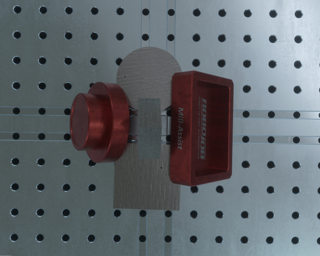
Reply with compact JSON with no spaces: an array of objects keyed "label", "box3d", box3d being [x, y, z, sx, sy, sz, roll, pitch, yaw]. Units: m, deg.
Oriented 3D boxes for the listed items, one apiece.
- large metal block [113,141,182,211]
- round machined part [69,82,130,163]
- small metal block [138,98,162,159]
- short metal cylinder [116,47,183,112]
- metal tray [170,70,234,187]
[{"label":"large metal block","box3d":[-0.015,0.059,0.400,0.081,0.050,0.080,2,90,0]},{"label":"round machined part","box3d":[-0.078,-0.007,0.372,0.042,0.098,0.097,1,90,-33]},{"label":"small metal block","box3d":[-0.013,0.001,0.358,0.025,0.050,0.050,0,132,-3]},{"label":"short metal cylinder","box3d":[-0.012,-0.059,0.400,0.081,0.050,0.080,0,90,0]},{"label":"metal tray","box3d":[0.054,0.001,0.382,0.030,0.091,0.129,1,90,43]}]
